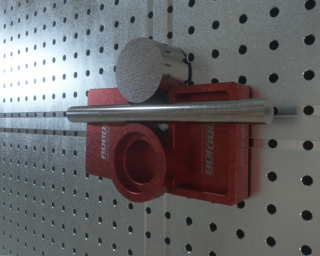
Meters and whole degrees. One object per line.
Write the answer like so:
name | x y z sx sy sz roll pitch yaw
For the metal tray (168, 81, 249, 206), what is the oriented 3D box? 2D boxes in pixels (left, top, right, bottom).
metal tray | 0.053 0.016 0.357 0.090 0.030 0.129 1 91 40

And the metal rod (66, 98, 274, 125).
metal rod | -0.016 -0.018 0.378 0.300 0.025 0.025 1 91 39

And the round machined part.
round machined part | -0.018 0.043 0.396 0.098 0.042 0.097 0 90 40

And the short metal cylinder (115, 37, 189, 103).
short metal cylinder | -0.011 -0.071 0.397 0.080 0.050 0.079 0 90 40

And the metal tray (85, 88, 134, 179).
metal tray | -0.069 0.007 0.456 0.090 0.030 0.129 4 92 40
